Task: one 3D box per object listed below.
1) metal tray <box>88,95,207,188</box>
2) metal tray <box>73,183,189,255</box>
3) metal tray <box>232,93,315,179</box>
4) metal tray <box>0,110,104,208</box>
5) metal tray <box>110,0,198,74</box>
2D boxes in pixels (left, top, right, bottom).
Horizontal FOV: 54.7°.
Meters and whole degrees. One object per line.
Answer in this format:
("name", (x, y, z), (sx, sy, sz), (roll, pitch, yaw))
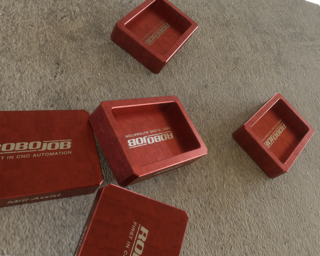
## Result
("metal tray", (-0.009, 0.009, 0.369), (0.131, 0.030, 0.090), (-11, 68, -47))
("metal tray", (-0.034, 0.128, 0.285), (0.090, 0.030, 0.130), (24, 66, -14))
("metal tray", (0.184, 0.008, 0.493), (0.090, 0.030, 0.131), (49, 51, 6))
("metal tray", (-0.131, 0.028, 0.313), (0.131, 0.030, 0.090), (-3, 63, -30))
("metal tray", (-0.005, -0.153, 0.490), (0.090, 0.030, 0.130), (38, 51, -3))
